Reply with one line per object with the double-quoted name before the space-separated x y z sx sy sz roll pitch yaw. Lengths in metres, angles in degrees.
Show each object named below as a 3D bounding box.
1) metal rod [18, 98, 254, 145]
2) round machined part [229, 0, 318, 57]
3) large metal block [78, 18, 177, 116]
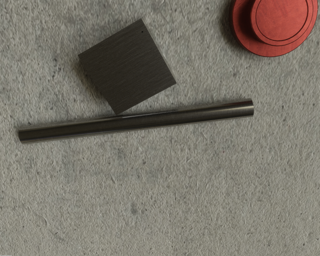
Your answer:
"metal rod" -0.032 -0.009 0.406 0.302 0.025 0.025 -7 110 2
"round machined part" 0.132 -0.130 0.355 0.099 0.042 0.097 0 110 -1
"large metal block" -0.036 -0.074 0.369 0.080 0.050 0.080 -27 108 9
